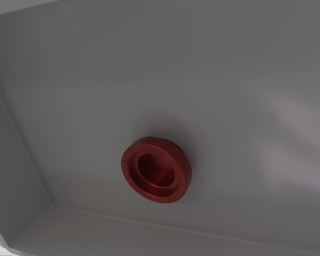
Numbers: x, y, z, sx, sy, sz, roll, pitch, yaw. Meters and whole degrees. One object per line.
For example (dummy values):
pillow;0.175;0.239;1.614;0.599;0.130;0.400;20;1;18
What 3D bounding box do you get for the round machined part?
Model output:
round machined part;-0.001;0.053;0.432;0.098;0.042;0.097;13;124;21
